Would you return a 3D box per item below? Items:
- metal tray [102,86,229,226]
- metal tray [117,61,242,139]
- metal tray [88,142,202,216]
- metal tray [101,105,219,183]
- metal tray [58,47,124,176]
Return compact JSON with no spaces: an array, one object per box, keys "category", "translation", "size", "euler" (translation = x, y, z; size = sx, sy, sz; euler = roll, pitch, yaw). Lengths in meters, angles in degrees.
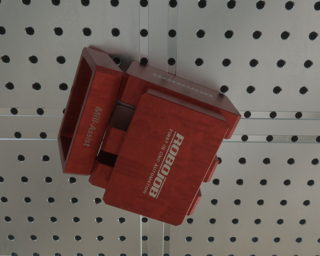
[{"category":"metal tray","translation":[0.003,0.032,0.326],"size":[0.090,0.030,0.129],"euler":[20,109,-7]},{"category":"metal tray","translation":[0.021,-0.036,0.364],"size":[0.131,0.090,0.030],"euler":[20,109,-7]},{"category":"metal tray","translation":[-0.017,0.057,0.399],"size":[0.131,0.090,0.030],"euler":[20,109,-8]},{"category":"metal tray","translation":[0.000,0.016,0.383],"size":[0.131,0.090,0.030],"euler":[18,108,-8]},{"category":"metal tray","translation":[-0.087,-0.021,0.367],"size":[0.030,0.090,0.129],"euler":[12,111,-28]}]
